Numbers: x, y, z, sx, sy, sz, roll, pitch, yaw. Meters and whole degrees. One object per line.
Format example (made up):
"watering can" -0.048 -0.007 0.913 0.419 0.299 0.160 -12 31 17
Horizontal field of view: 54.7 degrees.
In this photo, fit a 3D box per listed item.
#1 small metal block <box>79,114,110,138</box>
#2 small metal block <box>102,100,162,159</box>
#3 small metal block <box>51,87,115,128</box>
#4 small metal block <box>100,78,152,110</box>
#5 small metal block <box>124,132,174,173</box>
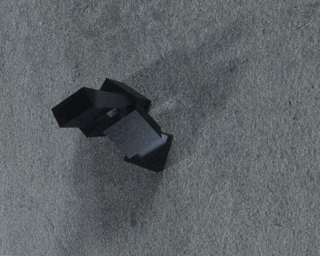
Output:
"small metal block" -0.095 -0.014 0.429 0.025 0.050 0.050 -47 76 14
"small metal block" -0.033 0.002 0.381 0.050 0.025 0.050 -33 117 17
"small metal block" -0.092 -0.023 0.375 0.050 0.050 0.025 -31 80 17
"small metal block" -0.046 -0.040 0.412 0.050 0.050 0.025 34 101 16
"small metal block" -0.015 0.027 0.415 0.050 0.025 0.050 17 96 18
